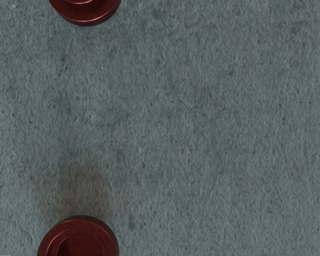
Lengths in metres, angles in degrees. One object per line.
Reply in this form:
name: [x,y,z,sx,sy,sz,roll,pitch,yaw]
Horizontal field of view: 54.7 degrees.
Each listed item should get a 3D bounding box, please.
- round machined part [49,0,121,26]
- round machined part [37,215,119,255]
round machined part: [-0.100,-0.186,0.400,0.099,0.042,0.097,0,90,-1]
round machined part: [-0.102,0.161,0.400,0.099,0.042,0.097,0,90,-1]
